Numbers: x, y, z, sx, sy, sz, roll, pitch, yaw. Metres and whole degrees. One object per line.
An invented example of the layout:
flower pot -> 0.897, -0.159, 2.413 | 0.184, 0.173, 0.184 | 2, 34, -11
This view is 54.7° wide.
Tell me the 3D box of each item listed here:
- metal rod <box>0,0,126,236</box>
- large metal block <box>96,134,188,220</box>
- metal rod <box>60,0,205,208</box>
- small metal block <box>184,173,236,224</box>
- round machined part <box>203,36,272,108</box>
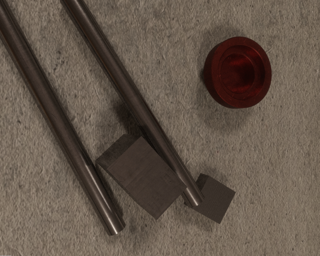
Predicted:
metal rod -> -0.118, -0.005, 0.365 | 0.025, 0.025, 0.299 | -29, 100, -18
large metal block -> -0.026, 0.054, 0.371 | 0.050, 0.080, 0.080 | -45, 104, -15
metal rod -> -0.030, -0.030, 0.387 | 0.025, 0.025, 0.299 | -34, 97, -17
small metal block -> 0.071, 0.099, 0.437 | 0.050, 0.025, 0.050 | 33, 79, -18
round machined part -> 0.105, -0.076, 0.440 | 0.099, 0.042, 0.097 | 0, 90, -21
